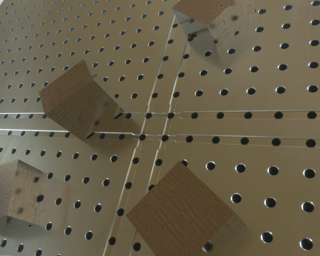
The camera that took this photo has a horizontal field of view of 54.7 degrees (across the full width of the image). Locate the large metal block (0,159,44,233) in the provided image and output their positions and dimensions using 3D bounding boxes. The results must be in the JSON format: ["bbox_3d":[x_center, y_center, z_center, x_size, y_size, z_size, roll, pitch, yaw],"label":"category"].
[{"bbox_3d":[-0.222,0.100,0.445,0.080,0.050,0.080,-17,55,18],"label":"large metal block"}]

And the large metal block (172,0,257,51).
[{"bbox_3d":[0.079,-0.172,0.455,0.080,0.050,0.080,-44,51,-3],"label":"large metal block"}]

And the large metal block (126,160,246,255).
[{"bbox_3d":[0.026,0.095,0.319,0.080,0.050,0.080,-45,51,-4],"label":"large metal block"}]

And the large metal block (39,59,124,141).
[{"bbox_3d":[-0.114,-0.039,0.454,0.080,0.080,0.050,-35,52,5],"label":"large metal block"}]
